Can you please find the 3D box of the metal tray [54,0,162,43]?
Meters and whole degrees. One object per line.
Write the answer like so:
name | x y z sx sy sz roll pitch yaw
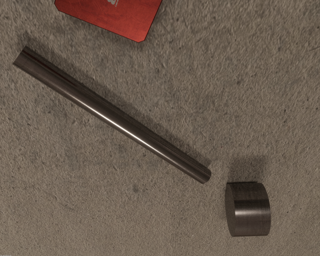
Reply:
metal tray | -0.032 -0.152 0.274 0.091 0.030 0.129 18 128 -16

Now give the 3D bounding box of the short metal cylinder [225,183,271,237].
short metal cylinder | 0.134 0.126 0.481 0.050 0.080 0.079 -2 130 1

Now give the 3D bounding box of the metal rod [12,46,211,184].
metal rod | -0.042 -0.003 0.403 0.301 0.025 0.025 35 122 -26
